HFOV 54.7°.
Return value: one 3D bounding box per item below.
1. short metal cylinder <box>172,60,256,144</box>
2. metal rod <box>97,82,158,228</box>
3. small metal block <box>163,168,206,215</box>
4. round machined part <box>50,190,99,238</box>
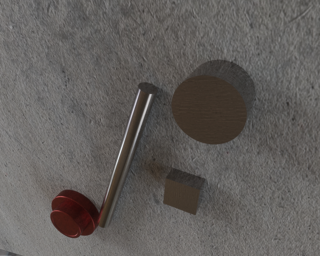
[{"bbox_3d":[0.060,-0.029,0.341,0.080,0.050,0.079,13,124,20],"label":"short metal cylinder"},{"bbox_3d":[-0.058,0.061,0.473,0.025,0.025,0.298,29,128,9],"label":"metal rod"},{"bbox_3d":[0.034,0.091,0.444,0.050,0.025,0.050,16,125,18],"label":"small metal block"},{"bbox_3d":[-0.166,0.168,0.585,0.098,0.042,0.097,13,124,20],"label":"round machined part"}]
